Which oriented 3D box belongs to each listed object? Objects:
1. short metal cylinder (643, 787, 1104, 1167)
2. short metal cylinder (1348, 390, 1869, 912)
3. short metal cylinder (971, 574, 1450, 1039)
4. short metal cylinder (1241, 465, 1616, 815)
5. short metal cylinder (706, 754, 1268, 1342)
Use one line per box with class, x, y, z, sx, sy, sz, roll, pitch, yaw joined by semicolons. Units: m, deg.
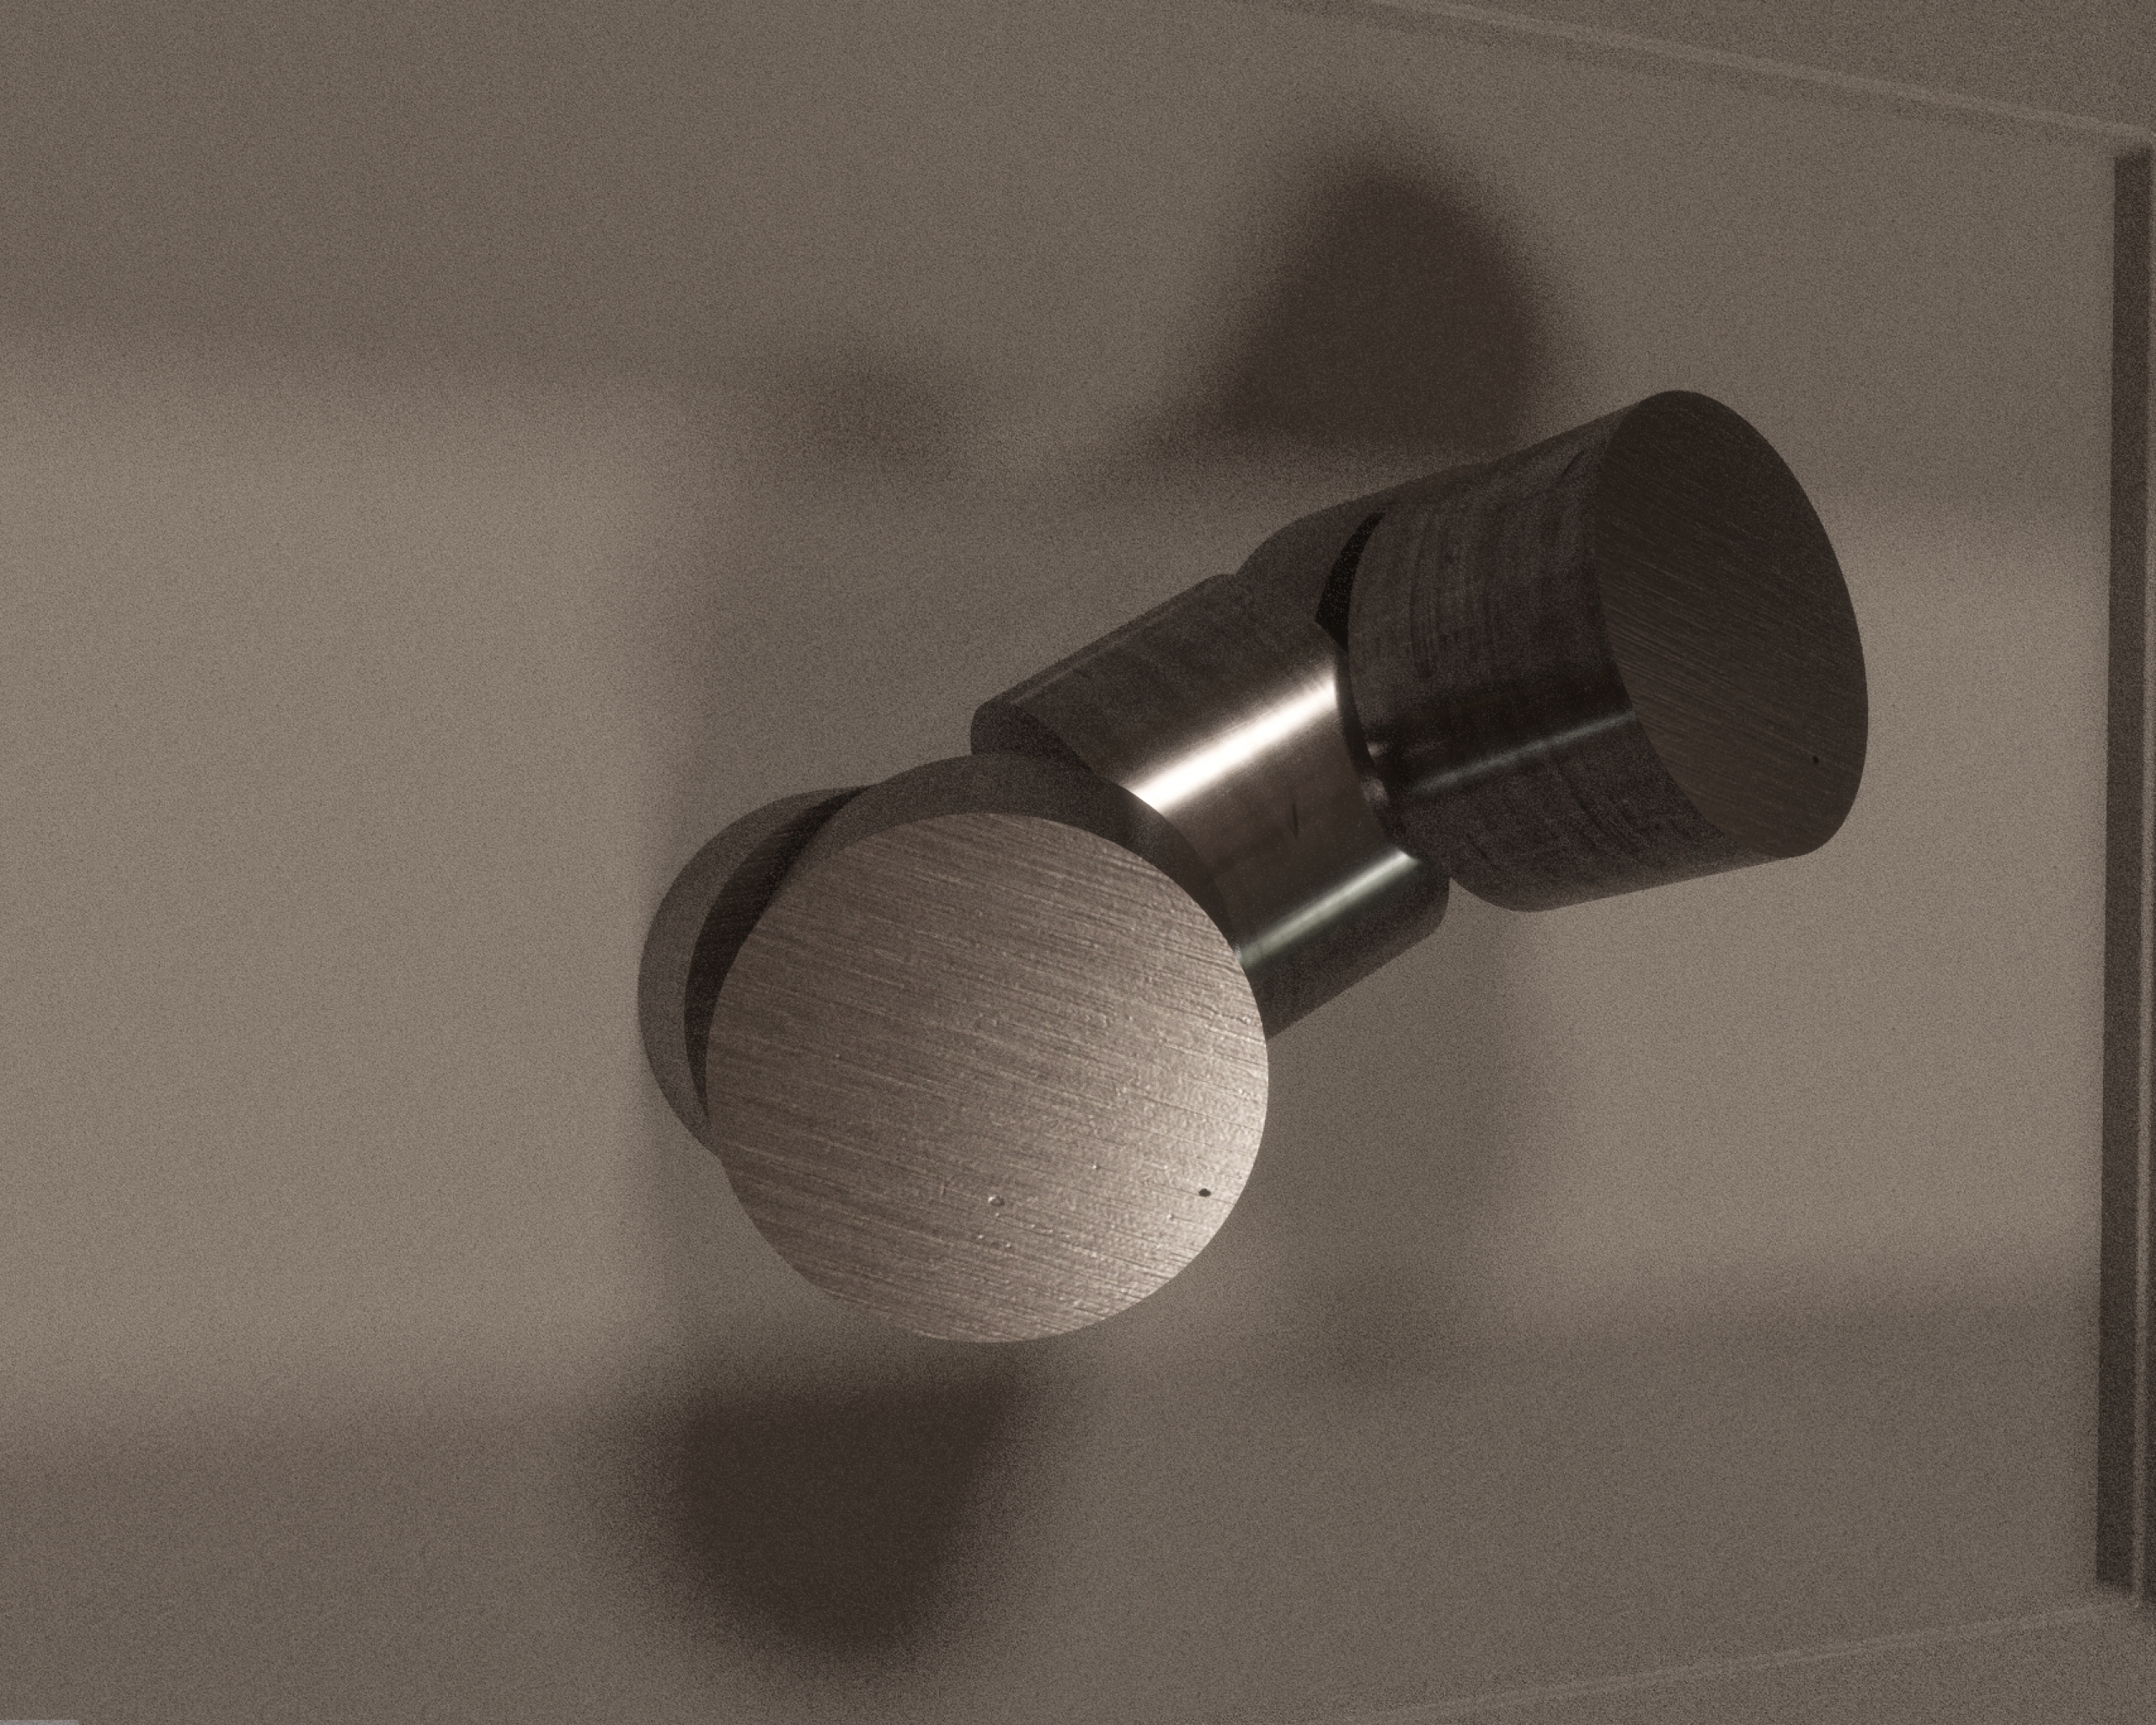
short metal cylinder;-0.036;0.026;0.383;0.081;0.050;0.079;0;90;-21
short metal cylinder;0.093;-0.035;0.362;0.081;0.050;0.080;13;70;-39
short metal cylinder;0.023;-0.007;0.389;0.050;0.080;0.080;-31;101;-17
short metal cylinder;0.072;-0.037;0.423;0.081;0.050;0.079;0;90;-21
short metal cylinder;-0.013;0.027;0.323;0.081;0.050;0.079;0;102;0
